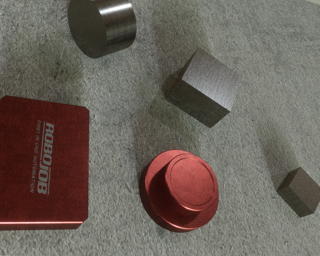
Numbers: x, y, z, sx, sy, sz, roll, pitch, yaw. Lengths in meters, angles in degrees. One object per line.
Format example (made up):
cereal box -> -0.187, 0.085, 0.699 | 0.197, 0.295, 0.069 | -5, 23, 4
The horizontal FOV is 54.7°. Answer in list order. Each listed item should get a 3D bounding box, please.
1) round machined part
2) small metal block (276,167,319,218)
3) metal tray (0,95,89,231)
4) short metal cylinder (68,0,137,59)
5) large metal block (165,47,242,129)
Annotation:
round machined part -> 0.029, 0.069, 0.366 | 0.099, 0.042, 0.098 | 14, 56, -21
small metal block -> 0.208, 0.094, 0.458 | 0.050, 0.025, 0.050 | 48, 51, 6
metal tray -> -0.121, 0.034, 0.315 | 0.091, 0.030, 0.130 | 8, 58, -24
short metal cylinder -> -0.077, -0.138, 0.411 | 0.050, 0.080, 0.080 | -32, 80, -38
large metal block -> 0.066, -0.060, 0.460 | 0.080, 0.050, 0.080 | 33, 52, -7
